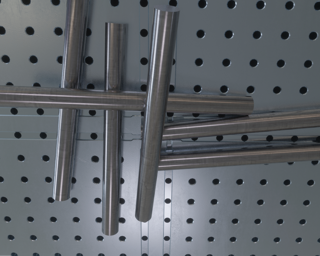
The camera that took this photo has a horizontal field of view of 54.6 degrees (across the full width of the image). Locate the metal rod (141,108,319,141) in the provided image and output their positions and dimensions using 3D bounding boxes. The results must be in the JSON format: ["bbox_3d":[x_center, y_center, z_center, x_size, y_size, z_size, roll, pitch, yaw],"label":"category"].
[{"bbox_3d":[0.126,-0.006,0.411,0.302,0.025,0.025,-5,110,1],"label":"metal rod"}]

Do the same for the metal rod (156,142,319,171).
[{"bbox_3d":[0.145,0.037,0.427,0.302,0.025,0.025,-4,110,1],"label":"metal rod"}]

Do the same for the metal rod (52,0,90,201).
[{"bbox_3d":[-0.116,-0.039,0.397,0.025,0.025,0.298,10,110,-4],"label":"metal rod"}]

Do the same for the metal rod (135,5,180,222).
[{"bbox_3d":[-0.009,0.008,0.378,0.025,0.025,0.298,6,125,-2],"label":"metal rod"}]

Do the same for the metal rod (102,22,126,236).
[{"bbox_3d":[-0.064,0.015,0.418,0.025,0.025,0.298,4,110,-2],"label":"metal rod"}]

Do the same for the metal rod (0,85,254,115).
[{"bbox_3d":[-0.032,-0.033,0.377,0.302,0.025,0.025,1,110,-10],"label":"metal rod"}]
